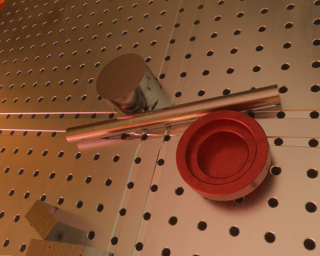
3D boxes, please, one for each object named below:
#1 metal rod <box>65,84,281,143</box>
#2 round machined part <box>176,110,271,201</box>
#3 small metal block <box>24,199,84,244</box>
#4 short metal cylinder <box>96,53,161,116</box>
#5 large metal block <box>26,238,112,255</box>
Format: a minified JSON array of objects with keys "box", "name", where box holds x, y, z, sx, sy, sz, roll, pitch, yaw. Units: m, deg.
[{"box":[0.001,-0.014,0.415,0.301,0.025,0.025,-10,57,22],"name":"metal rod"},{"box":[0.071,0.033,0.340,0.098,0.042,0.098,-13,56,21],"name":"round machined part"},{"box":[-0.132,0.120,0.388,0.050,0.050,0.025,28,77,37],"name":"small metal block"},{"box":[-0.045,-0.062,0.454,0.080,0.050,0.080,-13,56,21],"name":"short metal cylinder"},{"box":[-0.110,0.173,0.344,0.080,0.050,0.080,-4,60,26],"name":"large metal block"}]
